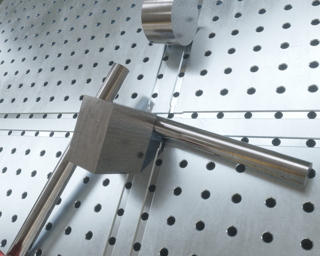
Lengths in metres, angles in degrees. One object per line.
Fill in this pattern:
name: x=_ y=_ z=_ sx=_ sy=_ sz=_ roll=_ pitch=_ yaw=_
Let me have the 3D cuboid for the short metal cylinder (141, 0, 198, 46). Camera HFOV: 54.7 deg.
short metal cylinder: x=0.016 y=-0.165 z=0.464 sx=0.050 sy=0.080 sz=0.080 roll=11 pitch=67 yaw=32

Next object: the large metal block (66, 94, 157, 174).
large metal block: x=-0.057 y=0.010 z=0.379 sx=0.050 sy=0.080 sz=0.080 roll=18 pitch=94 yaw=35

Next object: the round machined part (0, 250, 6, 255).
round machined part: x=-0.201 y=0.180 z=0.367 sx=0.098 sy=0.097 sz=0.042 roll=17 pitch=34 yaw=34

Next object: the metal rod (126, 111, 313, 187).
metal rod: x=0.028 y=0.007 z=0.388 sx=0.300 sy=0.025 sz=0.025 roll=18 pitch=71 yaw=34

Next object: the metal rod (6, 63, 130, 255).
metal rod: x=-0.123 y=0.044 z=0.423 sx=0.025 sy=0.025 sz=0.299 roll=21 pitch=79 yaw=35
